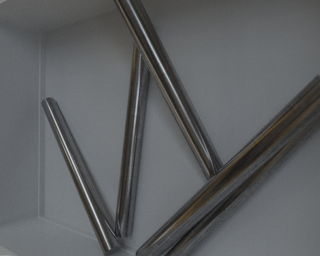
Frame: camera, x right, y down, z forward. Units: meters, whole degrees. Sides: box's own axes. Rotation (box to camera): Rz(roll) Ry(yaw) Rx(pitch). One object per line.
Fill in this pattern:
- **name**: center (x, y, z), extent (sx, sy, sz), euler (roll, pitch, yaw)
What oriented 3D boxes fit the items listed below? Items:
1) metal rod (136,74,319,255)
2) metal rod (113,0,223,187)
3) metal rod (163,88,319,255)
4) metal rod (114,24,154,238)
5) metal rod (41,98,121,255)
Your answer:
- **metal rod**: center (0.059, 0.066, 0.327), extent (0.298, 0.025, 0.025), euler (-52, 60, 30)
- **metal rod**: center (-0.001, -0.067, 0.324), extent (0.025, 0.025, 0.299), euler (-20, 104, 38)
- **metal rod**: center (0.092, 0.059, 0.329), extent (0.025, 0.025, 0.298), euler (49, 119, 28)
- **metal rod**: center (-0.037, 0.006, 0.435), extent (0.025, 0.025, 0.298), euler (11, 97, 39)
- **metal rod**: center (-0.136, 0.060, 0.499), extent (0.025, 0.025, 0.299), euler (-51, 55, 27)
